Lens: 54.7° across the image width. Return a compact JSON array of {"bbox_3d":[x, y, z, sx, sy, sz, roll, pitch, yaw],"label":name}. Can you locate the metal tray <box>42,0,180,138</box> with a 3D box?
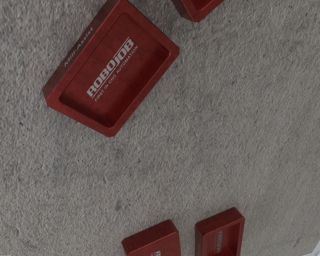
[{"bbox_3d":[-0.051,-0.062,0.336,0.090,0.030,0.130,33,100,-38],"label":"metal tray"}]

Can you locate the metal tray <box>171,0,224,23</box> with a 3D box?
[{"bbox_3d":[0.033,-0.185,0.306,0.090,0.030,0.130,-42,130,0],"label":"metal tray"}]

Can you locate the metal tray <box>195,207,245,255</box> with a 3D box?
[{"bbox_3d":[0.115,0.223,0.603,0.091,0.030,0.129,-17,125,-19],"label":"metal tray"}]

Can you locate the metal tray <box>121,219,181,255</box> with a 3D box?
[{"bbox_3d":[-0.010,0.227,0.539,0.091,0.030,0.129,-19,126,-18],"label":"metal tray"}]
